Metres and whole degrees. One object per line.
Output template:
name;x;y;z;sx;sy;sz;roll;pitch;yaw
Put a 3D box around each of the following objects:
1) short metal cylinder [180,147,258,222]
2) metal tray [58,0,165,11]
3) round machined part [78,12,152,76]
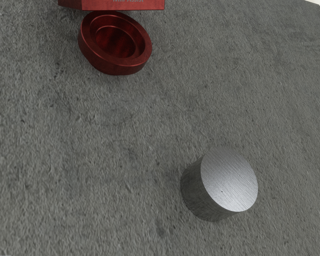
short metal cylinder;0.072;0.070;0.384;0.081;0.050;0.080;14;56;-21
metal tray;-0.069;-0.189;0.446;0.131;0.030;0.090;-16;31;-34
round machined part;-0.064;-0.112;0.426;0.099;0.042;0.098;14;56;-21
